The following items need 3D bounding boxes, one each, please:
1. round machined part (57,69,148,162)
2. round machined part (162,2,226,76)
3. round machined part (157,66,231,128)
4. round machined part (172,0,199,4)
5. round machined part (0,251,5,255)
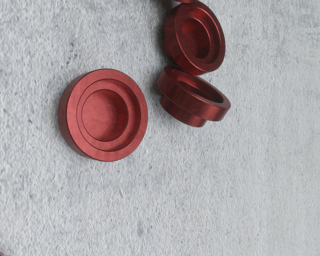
[{"bbox_3d":[-0.065,-0.013,0.339,0.099,0.042,0.097,0,90,-40],"label":"round machined part"},{"bbox_3d":[0.042,-0.119,0.423,0.099,0.042,0.098,8,77,-40],"label":"round machined part"},{"bbox_3d":[0.039,-0.037,0.402,0.099,0.098,0.042,9,122,-40],"label":"round machined part"},{"bbox_3d":[0.025,-0.194,0.392,0.099,0.042,0.098,12,44,-12],"label":"round machined part"},{"bbox_3d":[-0.170,0.142,0.252,0.099,0.042,0.097,0,90,-40],"label":"round machined part"}]
